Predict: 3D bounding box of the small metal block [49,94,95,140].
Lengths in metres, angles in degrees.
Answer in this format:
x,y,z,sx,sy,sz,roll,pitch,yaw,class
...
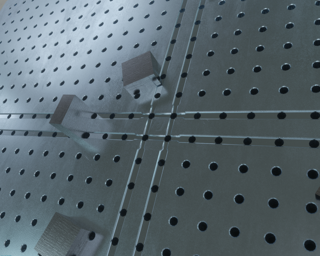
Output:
x,y,z,sx,sy,sz,roll,pitch,yaw,class
-0.133,-0.016,0.474,0.025,0.050,0.050,5,64,30,small metal block

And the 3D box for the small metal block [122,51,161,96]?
x,y,z,sx,sy,sz,roll,pitch,yaw,class
-0.030,-0.084,0.477,0.050,0.025,0.050,-20,54,16,small metal block

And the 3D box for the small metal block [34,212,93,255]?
x,y,z,sx,sy,sz,roll,pitch,yaw,class
-0.120,0.141,0.386,0.050,0.025,0.050,17,71,35,small metal block

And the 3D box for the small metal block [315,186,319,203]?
x,y,z,sx,sy,sz,roll,pitch,yaw,class
0.179,0.056,0.280,0.050,0.025,0.050,30,78,38,small metal block
